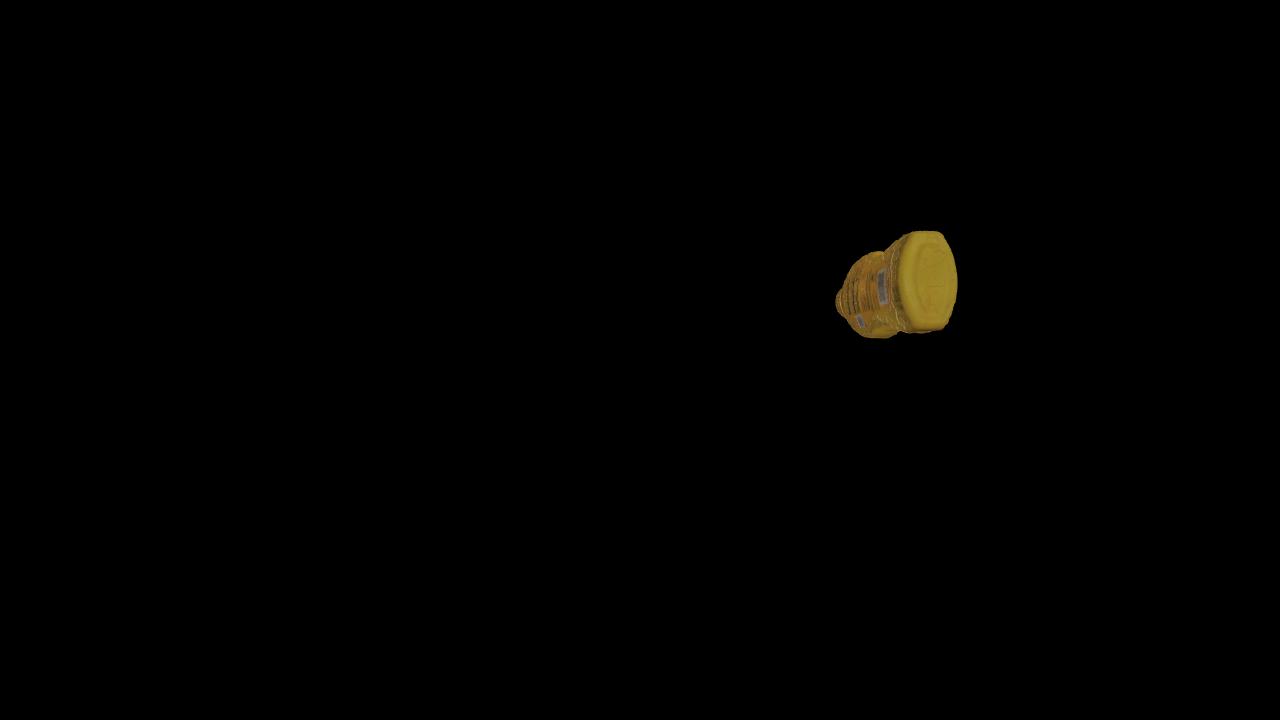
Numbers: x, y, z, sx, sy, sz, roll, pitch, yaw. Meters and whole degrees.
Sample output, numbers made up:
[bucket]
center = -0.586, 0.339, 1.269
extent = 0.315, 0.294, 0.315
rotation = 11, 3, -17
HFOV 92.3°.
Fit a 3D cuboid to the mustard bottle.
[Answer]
[mustard bottle]
center = 0.245, -0.067, 0.624
extent = 0.054, 0.092, 0.184
rotation = -7, -1, -5
